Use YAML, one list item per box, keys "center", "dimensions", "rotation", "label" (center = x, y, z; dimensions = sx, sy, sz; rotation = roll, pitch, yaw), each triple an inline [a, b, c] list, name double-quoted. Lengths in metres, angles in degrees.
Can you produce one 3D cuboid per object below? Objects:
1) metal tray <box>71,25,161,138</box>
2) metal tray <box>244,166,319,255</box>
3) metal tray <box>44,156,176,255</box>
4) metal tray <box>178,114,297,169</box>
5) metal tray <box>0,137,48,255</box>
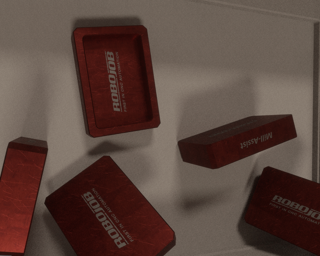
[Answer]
- center: [-0.055, -0.058, 0.388]
  dimensions: [0.091, 0.030, 0.129]
  rotation: [-9, 93, -20]
  label: "metal tray"
- center: [0.198, 0.118, 0.435]
  dimensions: [0.030, 0.130, 0.090]
  rotation: [38, 74, -56]
  label: "metal tray"
- center: [-0.056, 0.104, 0.346]
  dimensions: [0.090, 0.030, 0.130]
  rotation: [-37, 61, -17]
  label: "metal tray"
- center: [0.101, 0.015, 0.414]
  dimensions: [0.131, 0.090, 0.030]
  rotation: [-18, 96, -20]
  label: "metal tray"
- center: [-0.136, 0.057, 0.305]
  dimensions: [0.030, 0.130, 0.090]
  rotation: [13, 86, -20]
  label: "metal tray"
